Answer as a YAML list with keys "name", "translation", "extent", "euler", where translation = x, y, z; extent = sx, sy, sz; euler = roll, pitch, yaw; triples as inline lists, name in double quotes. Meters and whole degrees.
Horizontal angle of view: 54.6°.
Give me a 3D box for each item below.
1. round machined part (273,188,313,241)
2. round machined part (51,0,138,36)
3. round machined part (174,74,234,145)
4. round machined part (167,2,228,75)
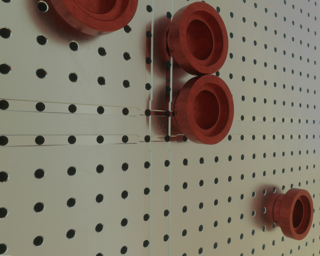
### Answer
- name: "round machined part"
  translation: [0.262, 0.168, 0.616]
  extent: [0.099, 0.042, 0.097]
  euler: [0, 90, -40]
- name: "round machined part"
  translation: [-0.075, -0.149, 0.334]
  extent: [0.099, 0.042, 0.097]
  euler: [0, 90, -40]
- name: "round machined part"
  translation: [0.059, -0.026, 0.446]
  extent: [0.099, 0.042, 0.097]
  euler: [-2, 92, -40]
- name: "round machined part"
  translation: [0.049, -0.122, 0.438]
  extent: [0.099, 0.042, 0.097]
  euler: [0, 90, -40]
